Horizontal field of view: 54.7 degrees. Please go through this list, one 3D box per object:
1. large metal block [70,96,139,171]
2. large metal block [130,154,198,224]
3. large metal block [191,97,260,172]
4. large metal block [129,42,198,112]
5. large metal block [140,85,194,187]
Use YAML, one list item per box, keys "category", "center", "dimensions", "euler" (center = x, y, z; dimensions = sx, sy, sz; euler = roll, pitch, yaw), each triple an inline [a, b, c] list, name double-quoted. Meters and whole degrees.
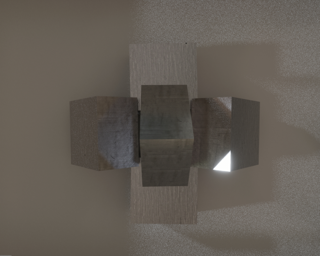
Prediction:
- category: "large metal block"
  center: [-0.069, 0.005, 0.374]
  dimensions: [0.050, 0.080, 0.080]
  euler: [-2, 91, -36]
- category: "large metal block"
  center: [0.005, 0.076, 0.398]
  dimensions: [0.081, 0.050, 0.080]
  euler: [1, 90, 0]
- category: "large metal block"
  center: [0.081, 0.006, 0.376]
  dimensions: [0.050, 0.081, 0.080]
  euler: [2, 91, 39]
- category: "large metal block"
  center: [0.004, -0.062, 0.395]
  dimensions: [0.081, 0.050, 0.080]
  euler: [-1, 90, 0]
- category: "large metal block"
  center: [0.005, 0.009, 0.343]
  dimensions: [0.050, 0.080, 0.080]
  euler: [-1, 46, -1]
